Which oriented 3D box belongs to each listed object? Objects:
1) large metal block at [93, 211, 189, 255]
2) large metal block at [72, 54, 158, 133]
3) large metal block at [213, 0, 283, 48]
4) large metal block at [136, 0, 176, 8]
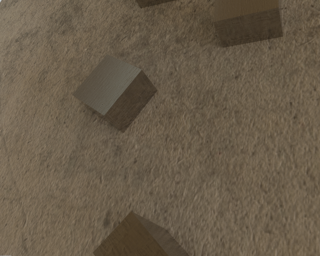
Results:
[{"bbox_3d":[-0.002,0.133,0.288,0.050,0.080,0.080,-47,52,-5],"label":"large metal block"},{"bbox_3d":[-0.066,-0.052,0.452,0.080,0.050,0.080,31,78,37],"label":"large metal block"},{"bbox_3d":[0.122,-0.164,0.424,0.080,0.050,0.080,-5,60,25],"label":"large metal block"},{"bbox_3d":[-0.002,-0.269,0.553,0.080,0.050,0.080,-2,61,27],"label":"large metal block"}]
